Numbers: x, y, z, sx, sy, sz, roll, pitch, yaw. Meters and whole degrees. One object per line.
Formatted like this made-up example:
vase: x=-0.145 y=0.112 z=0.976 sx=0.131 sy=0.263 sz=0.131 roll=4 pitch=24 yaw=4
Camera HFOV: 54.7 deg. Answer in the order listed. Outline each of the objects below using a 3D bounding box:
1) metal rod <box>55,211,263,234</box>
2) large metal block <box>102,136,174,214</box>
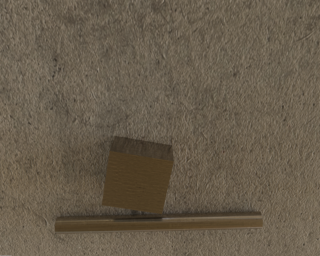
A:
metal rod: x=-0.001 y=0.141 z=0.461 sx=0.302 sy=0.025 sz=0.025 roll=-1 pitch=110 yaw=0
large metal block: x=-0.030 y=0.063 z=0.419 sx=0.081 sy=0.050 sz=0.079 roll=10 pitch=110 yaw=-4
